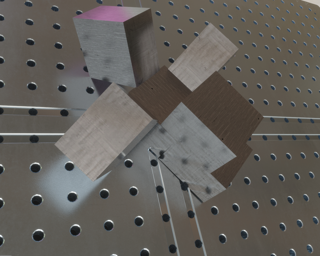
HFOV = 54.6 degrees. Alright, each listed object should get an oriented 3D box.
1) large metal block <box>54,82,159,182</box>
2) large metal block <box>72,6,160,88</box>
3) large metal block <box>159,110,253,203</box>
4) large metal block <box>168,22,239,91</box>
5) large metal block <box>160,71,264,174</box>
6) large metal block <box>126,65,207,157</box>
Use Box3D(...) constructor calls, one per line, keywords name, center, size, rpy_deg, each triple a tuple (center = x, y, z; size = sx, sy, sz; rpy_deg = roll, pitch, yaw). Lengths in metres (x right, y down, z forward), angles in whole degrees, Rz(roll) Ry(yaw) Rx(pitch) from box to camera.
Box3D(name="large metal block", center=(-0.049, 0.003, 0.324), size=(0.050, 0.080, 0.080), rpy_deg=(44, 93, 3))
Box3D(name="large metal block", center=(-0.052, -0.103, 0.388), size=(0.080, 0.080, 0.050), rpy_deg=(17, 43, 31))
Box3D(name="large metal block", center=(0.060, 0.034, 0.402), size=(0.080, 0.050, 0.080), rpy_deg=(44, 50, 4))
Box3D(name="large metal block", center=(0.062, -0.095, 0.443), size=(0.050, 0.080, 0.080), rpy_deg=(44, 11, 2))
Box3D(name="large metal block", center=(0.062, -0.008, 0.364), size=(0.080, 0.050, 0.080), rpy_deg=(45, 50, 2))
Box3D(name="large metal block", center=(0.002, -0.023, 0.407), size=(0.080, 0.050, 0.080), rpy_deg=(44, 51, 2))
